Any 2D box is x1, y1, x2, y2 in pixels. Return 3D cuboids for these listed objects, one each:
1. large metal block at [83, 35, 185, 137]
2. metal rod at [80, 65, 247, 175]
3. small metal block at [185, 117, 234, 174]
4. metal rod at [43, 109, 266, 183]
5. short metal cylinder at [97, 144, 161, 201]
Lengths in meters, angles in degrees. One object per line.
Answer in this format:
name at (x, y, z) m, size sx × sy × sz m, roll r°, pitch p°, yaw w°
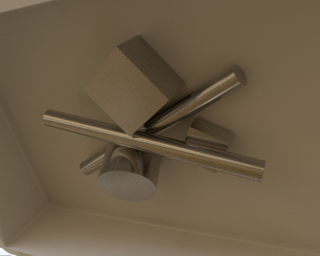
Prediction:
large metal block at (-0.031, -0.050, 0.374) m, size 0.080 × 0.050 × 0.080 m, roll 46°, pitch 129°, yaw -4°
metal rod at (-0.018, 0.005, 0.417) m, size 0.299 × 0.025 × 0.025 m, roll -31°, pitch 102°, yaw 37°
small metal block at (0.058, 0.022, 0.387) m, size 0.050 × 0.025 × 0.050 m, roll 24°, pitch 127°, yaw 13°
metal rod at (-0.023, 0.017, 0.395) m, size 0.301 × 0.025 × 0.025 m, roll 13°, pitch 124°, yaw 20°
short metal cylinder at (-0.042, 0.060, 0.430) m, size 0.080 × 0.050 × 0.080 m, roll 5°, pitch 140°, yaw 5°
